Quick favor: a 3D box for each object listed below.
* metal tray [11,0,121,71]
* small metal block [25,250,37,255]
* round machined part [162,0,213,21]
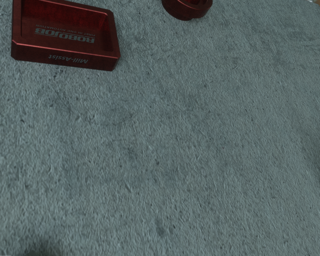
[{"bbox_3d":[-0.124,-0.126,0.410,0.131,0.030,0.090,2,61,-27],"label":"metal tray"},{"bbox_3d":[-0.115,0.140,0.256,0.050,0.025,0.050,-34,81,-38],"label":"small metal block"},{"bbox_3d":[0.042,-0.233,0.558,0.099,0.042,0.098,14,56,-21],"label":"round machined part"}]
